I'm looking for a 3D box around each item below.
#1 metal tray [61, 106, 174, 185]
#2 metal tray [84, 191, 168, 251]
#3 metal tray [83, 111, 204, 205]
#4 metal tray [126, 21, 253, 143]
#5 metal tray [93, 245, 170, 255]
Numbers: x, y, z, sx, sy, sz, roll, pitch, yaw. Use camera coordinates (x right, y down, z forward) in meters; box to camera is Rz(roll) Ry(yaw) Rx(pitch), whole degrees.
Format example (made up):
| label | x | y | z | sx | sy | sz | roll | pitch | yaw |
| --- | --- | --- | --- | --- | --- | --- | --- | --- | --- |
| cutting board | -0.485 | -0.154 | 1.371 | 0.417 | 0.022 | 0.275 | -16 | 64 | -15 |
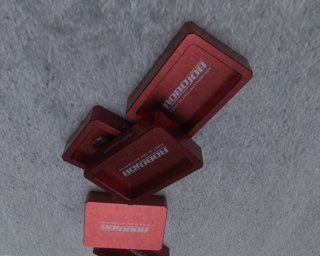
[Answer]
| label | x | y | z | sx | sy | sz | roll | pitch | yaw |
| --- | --- | --- | --- | --- | --- | --- | --- | --- | --- |
| metal tray | -0.056 | 0.035 | 0.432 | 0.131 | 0.030 | 0.090 | 29 | 124 | -23 |
| metal tray | -0.058 | 0.156 | 0.517 | 0.131 | 0.030 | 0.089 | 5 | 110 | -5 |
| metal tray | -0.022 | 0.044 | 0.401 | 0.130 | 0.030 | 0.090 | -33 | 123 | 25 |
| metal tray | 0.030 | -0.046 | 0.365 | 0.090 | 0.030 | 0.129 | 27 | 125 | -22 |
| metal tray | -0.054 | 0.241 | 0.608 | 0.090 | 0.030 | 0.130 | -31 | 124 | 23 |
